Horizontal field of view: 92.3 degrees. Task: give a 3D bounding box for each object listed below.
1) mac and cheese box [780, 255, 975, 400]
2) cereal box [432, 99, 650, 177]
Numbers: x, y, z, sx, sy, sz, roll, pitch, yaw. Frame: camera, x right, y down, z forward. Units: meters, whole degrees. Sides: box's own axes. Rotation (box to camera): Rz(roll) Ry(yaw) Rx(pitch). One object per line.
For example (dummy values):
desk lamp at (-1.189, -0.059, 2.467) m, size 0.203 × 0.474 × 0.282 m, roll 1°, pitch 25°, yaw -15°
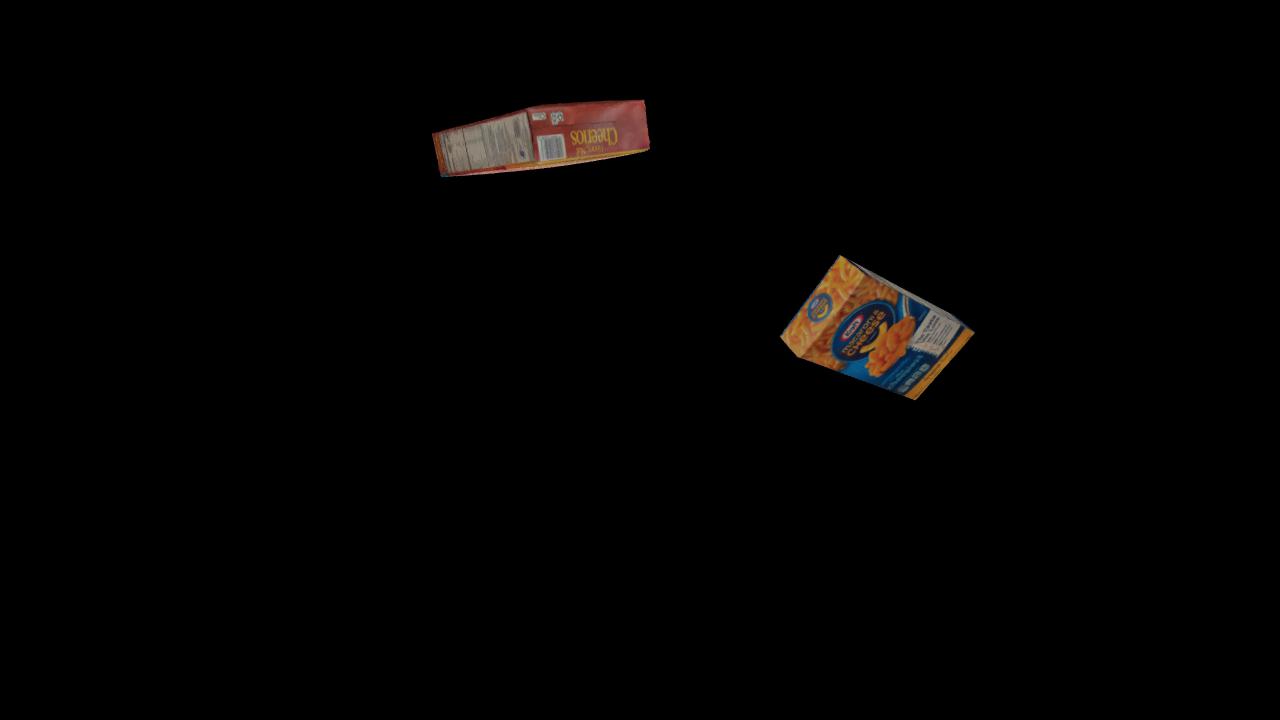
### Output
mac and cheese box at (0.228, -0.024, 0.581) m, size 0.184 × 0.093 × 0.041 m, roll 16°, pitch 30°, yaw -33°
cereal box at (-0.159, -0.335, 0.943) m, size 0.203 × 0.081 × 0.306 m, roll -22°, pitch 23°, yaw -36°
